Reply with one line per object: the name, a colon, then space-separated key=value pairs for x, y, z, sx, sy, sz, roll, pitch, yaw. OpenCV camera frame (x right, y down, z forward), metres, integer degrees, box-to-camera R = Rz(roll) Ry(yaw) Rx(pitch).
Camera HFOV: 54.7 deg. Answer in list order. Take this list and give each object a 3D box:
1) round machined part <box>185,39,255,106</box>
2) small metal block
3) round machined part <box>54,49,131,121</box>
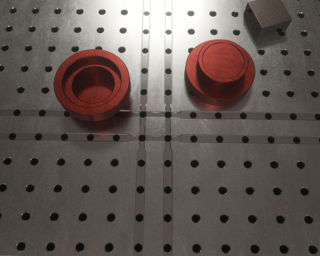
round machined part: x=0.085 y=-0.084 z=0.435 sx=0.099 sy=0.042 sz=0.098 roll=0 pitch=70 yaw=-1
small metal block: x=0.165 y=-0.172 z=0.477 sx=0.050 sy=0.025 sz=0.050 roll=-18 pitch=71 yaw=-7
round machined part: x=-0.089 y=-0.054 z=0.422 sx=0.099 sy=0.042 sz=0.098 roll=0 pitch=70 yaw=-1
